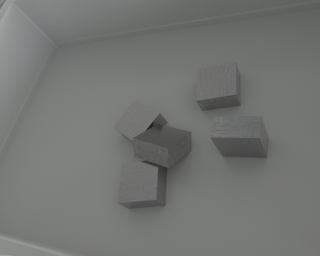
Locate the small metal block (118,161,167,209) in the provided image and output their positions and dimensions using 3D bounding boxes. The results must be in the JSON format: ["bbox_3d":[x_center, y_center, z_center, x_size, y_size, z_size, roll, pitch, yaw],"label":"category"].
[{"bbox_3d":[-0.020,0.068,0.375,0.050,0.025,0.050,-10,57,22],"label":"small metal block"}]

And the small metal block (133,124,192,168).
[{"bbox_3d":[0.004,0.020,0.375,0.050,0.025,0.050,14,28,33],"label":"small metal block"}]

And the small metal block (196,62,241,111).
[{"bbox_3d":[0.076,-0.053,0.398,0.050,0.025,0.050,-7,58,24],"label":"small metal block"}]

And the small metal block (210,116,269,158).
[{"bbox_3d":[0.088,0.011,0.337,0.050,0.050,0.025,-1,62,28],"label":"small metal block"}]

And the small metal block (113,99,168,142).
[{"bbox_3d":[-0.027,-0.005,0.423,0.050,0.025,0.050,32,79,38],"label":"small metal block"}]
